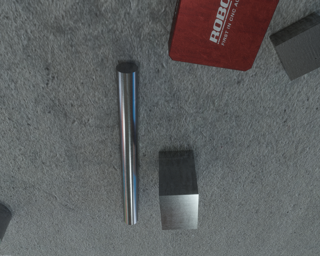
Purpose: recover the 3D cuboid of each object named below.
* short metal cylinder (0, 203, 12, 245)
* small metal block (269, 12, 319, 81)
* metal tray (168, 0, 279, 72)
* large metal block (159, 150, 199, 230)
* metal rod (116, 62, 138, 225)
[{"bbox_3d":[-0.303,0.164,0.526,0.081,0.050,0.079,0,130,0],"label":"short metal cylinder"},{"bbox_3d":[0.155,-0.087,0.335,0.050,0.025,0.050,-27,126,20],"label":"small metal block"},{"bbox_3d":[0.064,-0.124,0.300,0.091,0.030,0.129,7,130,-7],"label":"metal tray"},{"bbox_3d":[0.026,0.089,0.448,0.050,0.080,0.079,-3,130,2],"label":"large metal block"},{"bbox_3d":[-0.044,0.045,0.445,0.025,0.025,0.298,2,130,-2],"label":"metal rod"}]
